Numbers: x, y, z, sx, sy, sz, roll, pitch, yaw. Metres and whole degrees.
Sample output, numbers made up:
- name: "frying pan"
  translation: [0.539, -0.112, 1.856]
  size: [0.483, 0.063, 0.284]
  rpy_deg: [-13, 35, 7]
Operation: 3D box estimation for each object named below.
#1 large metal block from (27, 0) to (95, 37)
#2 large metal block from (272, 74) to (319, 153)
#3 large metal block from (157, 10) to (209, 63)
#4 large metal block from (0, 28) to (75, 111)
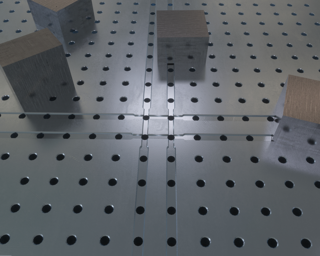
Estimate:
- name: "large metal block"
  translation: [-0.183, -0.223, 0.578]
  size: [0.080, 0.050, 0.080]
  rpy_deg: [30, 56, 22]
- name: "large metal block"
  translation: [0.199, -0.018, 0.408]
  size: [0.080, 0.050, 0.080]
  rpy_deg: [15, 52, 12]
- name: "large metal block"
  translation: [0.035, -0.154, 0.521]
  size: [0.080, 0.050, 0.080]
  rpy_deg: [-1, 50, -1]
- name: "large metal block"
  translation: [-0.177, -0.083, 0.441]
  size: [0.080, 0.080, 0.050]
  rpy_deg: [-30, 56, -22]
